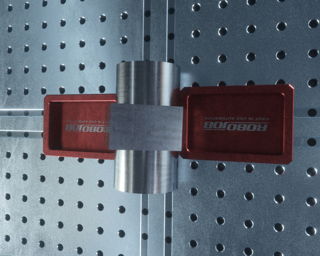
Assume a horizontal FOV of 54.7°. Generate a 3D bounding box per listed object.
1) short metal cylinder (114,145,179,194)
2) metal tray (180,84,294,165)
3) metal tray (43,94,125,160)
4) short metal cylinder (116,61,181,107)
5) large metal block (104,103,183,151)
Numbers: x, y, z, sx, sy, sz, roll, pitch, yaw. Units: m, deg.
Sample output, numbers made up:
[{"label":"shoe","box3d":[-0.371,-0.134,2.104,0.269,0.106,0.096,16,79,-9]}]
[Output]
[{"label":"short metal cylinder","box3d":[-0.017,0.049,0.389,0.080,0.080,0.050,2,91,20]},{"label":"metal tray","box3d":[0.091,-0.005,0.377,0.130,0.030,0.089,1,90,19]},{"label":"metal tray","box3d":[-0.105,-0.003,0.446,0.130,0.030,0.089,1,90,19]},{"label":"short metal cylinder","box3d":[-0.015,-0.051,0.388,0.080,0.080,0.050,2,91,20]},{"label":"large metal block","box3d":[-0.024,-0.001,0.376,0.081,0.080,0.050,2,91,-14]}]
